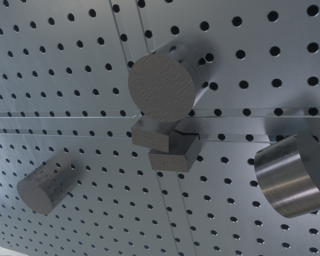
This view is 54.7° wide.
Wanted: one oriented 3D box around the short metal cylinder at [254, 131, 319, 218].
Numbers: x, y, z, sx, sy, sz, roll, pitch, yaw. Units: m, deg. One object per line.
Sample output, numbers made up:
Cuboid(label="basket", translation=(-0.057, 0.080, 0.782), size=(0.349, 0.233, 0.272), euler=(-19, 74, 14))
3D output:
Cuboid(label="short metal cylinder", translation=(0.146, 0.049, 0.329), size=(0.080, 0.080, 0.050), euler=(49, 129, -7))

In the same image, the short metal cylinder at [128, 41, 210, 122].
Cuboid(label="short metal cylinder", translation=(0.011, -0.053, 0.356), size=(0.080, 0.050, 0.079), euler=(13, 124, 21))

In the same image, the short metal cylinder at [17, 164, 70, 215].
Cuboid(label="short metal cylinder", translation=(-0.218, 0.115, 0.581), size=(0.080, 0.050, 0.079), euler=(13, 124, 21))

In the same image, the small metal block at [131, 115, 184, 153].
Cuboid(label="small metal block", translation=(-0.002, 0.003, 0.398), size=(0.050, 0.050, 0.025), euler=(12, 124, 21))

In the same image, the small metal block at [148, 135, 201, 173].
Cuboid(label="small metal block", translation=(0.020, 0.031, 0.404), size=(0.050, 0.050, 0.025), euler=(1, 119, 28))
